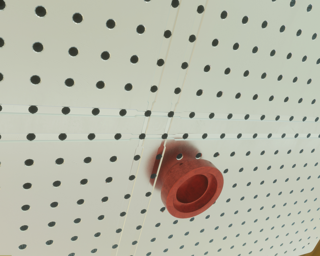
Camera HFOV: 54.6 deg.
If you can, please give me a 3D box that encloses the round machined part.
[{"bbox_3d":[0.046,0.088,0.479,0.099,0.042,0.097,-14,124,-21],"label":"round machined part"}]
